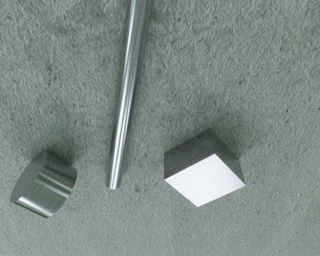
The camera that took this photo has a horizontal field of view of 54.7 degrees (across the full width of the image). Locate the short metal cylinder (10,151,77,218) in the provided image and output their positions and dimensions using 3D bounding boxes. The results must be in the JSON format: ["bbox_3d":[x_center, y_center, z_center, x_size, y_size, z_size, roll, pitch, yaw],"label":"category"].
[{"bbox_3d":[-0.163,0.079,0.437,0.080,0.080,0.050,-36,122,26],"label":"short metal cylinder"}]

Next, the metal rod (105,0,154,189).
[{"bbox_3d":[-0.044,-0.027,0.383,0.025,0.025,0.298,8,130,-7],"label":"metal rod"}]

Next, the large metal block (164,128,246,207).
[{"bbox_3d":[0.062,0.058,0.441,0.080,0.050,0.080,-31,124,24],"label":"large metal block"}]
